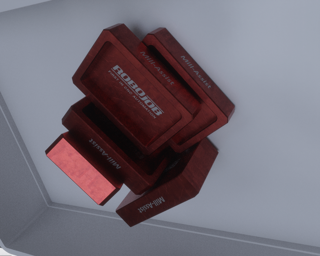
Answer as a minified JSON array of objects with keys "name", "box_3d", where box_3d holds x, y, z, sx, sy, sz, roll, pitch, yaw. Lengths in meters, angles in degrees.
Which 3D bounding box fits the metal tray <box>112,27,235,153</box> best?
[{"name":"metal tray","box_3d":[0.013,-0.041,0.372,0.130,0.030,0.090,48,130,-5]}]

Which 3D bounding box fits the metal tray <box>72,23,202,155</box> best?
[{"name":"metal tray","box_3d":[-0.029,-0.040,0.353,0.130,0.030,0.090,45,129,-3]}]

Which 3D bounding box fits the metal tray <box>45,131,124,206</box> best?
[{"name":"metal tray","box_3d":[-0.083,0.039,0.406,0.090,0.130,0.030,45,99,-3]}]

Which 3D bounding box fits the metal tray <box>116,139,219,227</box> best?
[{"name":"metal tray","box_3d":[0.008,0.070,0.402,0.030,0.090,0.129,49,128,-6]}]

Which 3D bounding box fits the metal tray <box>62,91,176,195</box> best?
[{"name":"metal tray","box_3d":[-0.045,0.009,0.391,0.130,0.090,0.030,45,129,-3]}]
